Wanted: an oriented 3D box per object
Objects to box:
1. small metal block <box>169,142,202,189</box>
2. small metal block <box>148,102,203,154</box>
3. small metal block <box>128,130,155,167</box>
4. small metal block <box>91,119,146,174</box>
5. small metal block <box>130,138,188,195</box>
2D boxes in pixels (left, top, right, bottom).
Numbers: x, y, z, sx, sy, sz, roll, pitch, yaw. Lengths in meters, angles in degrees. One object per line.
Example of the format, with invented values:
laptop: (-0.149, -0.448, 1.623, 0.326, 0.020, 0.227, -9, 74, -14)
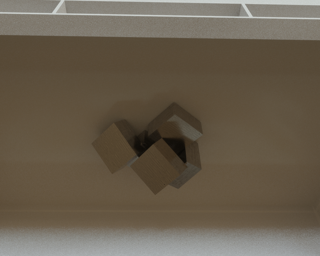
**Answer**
small metal block: (0.030, 0.048, 0.432, 0.025, 0.050, 0.050, 29, 124, -22)
small metal block: (0.020, 0.002, 0.409, 0.050, 0.025, 0.050, 35, 122, -26)
small metal block: (-0.019, 0.038, 0.439, 0.050, 0.025, 0.050, 35, 122, -26)
small metal block: (-0.055, 0.025, 0.411, 0.050, 0.025, 0.050, -40, 82, 28)
small metal block: (-0.002, 0.050, 0.401, 0.050, 0.025, 0.050, 49, 121, 5)
